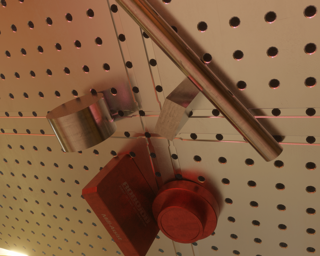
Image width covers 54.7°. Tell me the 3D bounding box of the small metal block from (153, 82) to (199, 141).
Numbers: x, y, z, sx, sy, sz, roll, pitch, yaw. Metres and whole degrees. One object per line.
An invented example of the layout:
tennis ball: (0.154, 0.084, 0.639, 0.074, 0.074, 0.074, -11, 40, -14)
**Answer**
small metal block: (0.020, -0.020, 0.371, 0.025, 0.050, 0.050, 28, 128, 10)

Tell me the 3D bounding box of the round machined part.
round machined part: (0.034, 0.129, 0.453, 0.098, 0.042, 0.097, 8, 118, 16)

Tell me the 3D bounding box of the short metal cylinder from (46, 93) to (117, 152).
short metal cylinder: (-0.106, -0.009, 0.424, 0.080, 0.080, 0.050, -6, 116, 30)

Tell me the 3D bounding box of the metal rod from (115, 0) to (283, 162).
metal rod: (0.029, -0.077, 0.347, 0.300, 0.025, 0.025, 46, 129, -5)

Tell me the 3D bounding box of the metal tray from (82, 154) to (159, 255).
metal tray: (-0.048, 0.116, 0.464, 0.030, 0.090, 0.130, -18, 109, 35)
